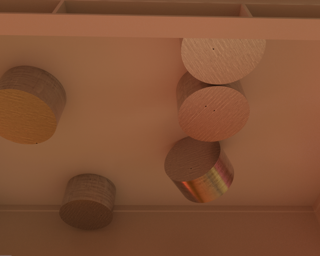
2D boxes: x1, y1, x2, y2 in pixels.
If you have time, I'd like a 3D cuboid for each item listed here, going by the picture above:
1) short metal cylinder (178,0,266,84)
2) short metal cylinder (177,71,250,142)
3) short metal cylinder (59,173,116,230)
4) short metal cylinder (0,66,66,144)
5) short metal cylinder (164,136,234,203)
[{"bbox_3d":[0.060,-0.092,0.316,0.081,0.050,0.079,0,130,0],"label":"short metal cylinder"},{"bbox_3d":[0.060,-0.030,0.368,0.081,0.050,0.079,0,130,0],"label":"short metal cylinder"},{"bbox_3d":[-0.113,0.118,0.491,0.081,0.050,0.079,0,130,0],"label":"short metal cylinder"},{"bbox_3d":[-0.158,-0.026,0.368,0.081,0.050,0.079,0,130,0],"label":"short metal cylinder"},{"bbox_3d":[0.053,0.053,0.419,0.080,0.080,0.050,-22,127,17],"label":"short metal cylinder"}]
